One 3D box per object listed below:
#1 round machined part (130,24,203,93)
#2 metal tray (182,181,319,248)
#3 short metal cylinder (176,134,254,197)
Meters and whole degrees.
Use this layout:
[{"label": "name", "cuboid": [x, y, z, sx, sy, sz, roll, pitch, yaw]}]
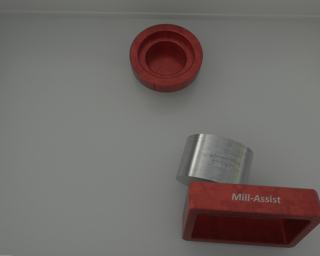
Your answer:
[{"label": "round machined part", "cuboid": [0.008, -0.093, 0.435, 0.099, 0.042, 0.098, 0, 70, -1]}, {"label": "metal tray", "cuboid": [0.093, 0.097, 0.338, 0.131, 0.089, 0.030, 4, 51, 1]}, {"label": "short metal cylinder", "cuboid": [0.064, 0.046, 0.364, 0.080, 0.080, 0.050, 16, 71, 5]}]
